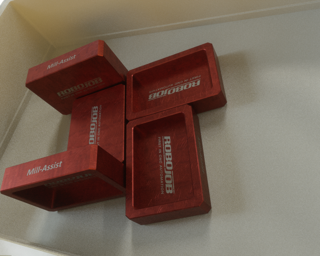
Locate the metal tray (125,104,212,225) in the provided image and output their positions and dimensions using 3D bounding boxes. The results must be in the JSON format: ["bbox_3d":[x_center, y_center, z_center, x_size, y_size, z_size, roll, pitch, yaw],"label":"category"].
[{"bbox_3d":[0.006,0.042,0.371,0.090,0.030,0.130,-16,55,18],"label":"metal tray"}]

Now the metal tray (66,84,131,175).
[{"bbox_3d":[-0.083,0.007,0.436,0.090,0.030,0.130,-16,55,18],"label":"metal tray"}]

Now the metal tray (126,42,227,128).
[{"bbox_3d":[0.018,-0.056,0.424,0.130,0.030,0.090,-16,55,18],"label":"metal tray"}]

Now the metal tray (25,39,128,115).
[{"bbox_3d":[-0.118,-0.070,0.462,0.130,0.090,0.030,-17,55,18],"label":"metal tray"}]

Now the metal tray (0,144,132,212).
[{"bbox_3d":[-0.109,0.065,0.376,0.130,0.090,0.030,-16,56,19],"label":"metal tray"}]
